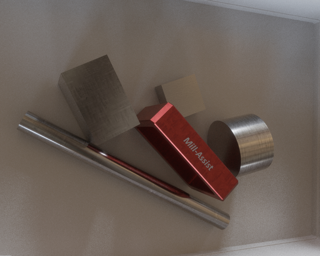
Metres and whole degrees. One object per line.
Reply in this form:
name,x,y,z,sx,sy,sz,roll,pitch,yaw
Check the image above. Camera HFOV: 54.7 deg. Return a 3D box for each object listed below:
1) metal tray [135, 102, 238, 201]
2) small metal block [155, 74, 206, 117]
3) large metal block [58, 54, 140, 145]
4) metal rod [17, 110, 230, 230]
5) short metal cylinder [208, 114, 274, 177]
metal tray,0.027,0.029,0.385,0.030,0.090,0.130,-46,105,-15
small metal block,0.028,-0.040,0.419,0.050,0.025,0.050,-21,97,-19
large metal block,-0.073,-0.029,0.353,0.050,0.080,0.080,-28,100,-18
metal rod,-0.032,0.062,0.398,0.301,0.025,0.025,30,80,-18
short metal cylinder,0.107,0.024,0.421,0.050,0.080,0.079,-12,95,-19
